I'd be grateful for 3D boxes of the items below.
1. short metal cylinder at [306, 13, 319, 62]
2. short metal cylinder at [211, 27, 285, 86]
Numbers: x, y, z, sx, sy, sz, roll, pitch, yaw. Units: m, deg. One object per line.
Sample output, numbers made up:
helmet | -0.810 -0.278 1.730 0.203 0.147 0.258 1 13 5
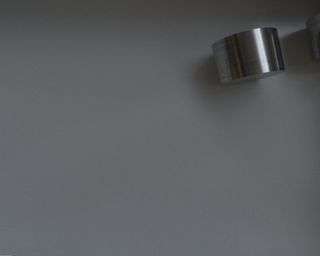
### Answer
short metal cylinder | 0.229 -0.118 0.385 0.080 0.080 0.050 -9 90 0
short metal cylinder | 0.108 -0.086 0.385 0.080 0.080 0.050 -11 90 0
